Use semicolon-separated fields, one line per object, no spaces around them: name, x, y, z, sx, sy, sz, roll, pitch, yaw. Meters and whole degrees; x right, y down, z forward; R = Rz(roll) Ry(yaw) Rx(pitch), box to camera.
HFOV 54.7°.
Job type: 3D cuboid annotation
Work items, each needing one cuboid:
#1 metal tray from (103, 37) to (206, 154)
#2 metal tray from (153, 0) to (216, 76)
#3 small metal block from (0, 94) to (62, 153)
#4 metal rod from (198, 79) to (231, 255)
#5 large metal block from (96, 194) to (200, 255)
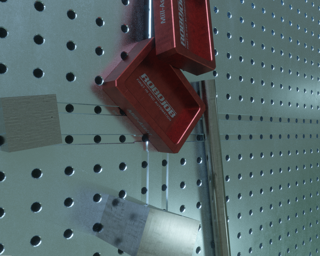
metal tray;-0.001;-0.040;0.406;0.130;0.030;0.090;50;61;-29
metal tray;0.032;-0.143;0.410;0.091;0.030;0.129;10;72;-48
small metal block;-0.128;-0.006;0.303;0.050;0.025;0.050;-10;97;-40
metal rod;0.087;0.075;0.484;0.025;0.025;0.298;-11;97;-40
large metal block;-0.014;0.118;0.364;0.080;0.080;0.050;26;74;-37
